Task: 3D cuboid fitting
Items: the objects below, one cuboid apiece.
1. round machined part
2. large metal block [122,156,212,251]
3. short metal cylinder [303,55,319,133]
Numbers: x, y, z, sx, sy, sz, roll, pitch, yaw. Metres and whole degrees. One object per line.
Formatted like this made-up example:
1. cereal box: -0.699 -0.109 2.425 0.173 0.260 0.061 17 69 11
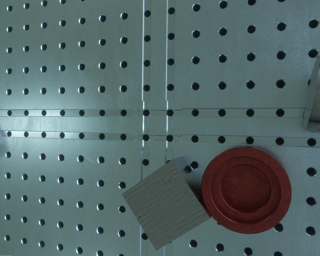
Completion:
1. round machined part: 0.102 0.070 0.367 0.098 0.042 0.097 0 90 19
2. large metal block: 0.013 0.093 0.395 0.080 0.050 0.080 -37 78 16
3. short metal cylinder: 0.183 -0.032 0.319 0.050 0.080 0.079 10 93 20
